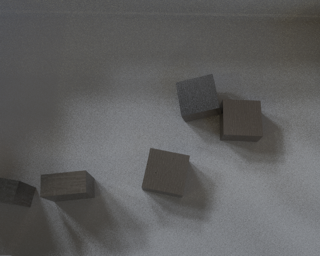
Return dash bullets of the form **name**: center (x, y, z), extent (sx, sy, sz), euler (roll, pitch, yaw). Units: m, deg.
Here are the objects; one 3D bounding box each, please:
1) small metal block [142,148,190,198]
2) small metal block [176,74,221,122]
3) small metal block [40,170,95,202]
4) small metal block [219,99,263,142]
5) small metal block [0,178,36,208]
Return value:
- **small metal block**: center (0.008, 0.057, 0.389), extent (0.050, 0.025, 0.050), euler (11, 70, 3)
- **small metal block**: center (0.052, -0.040, 0.418), extent (0.050, 0.025, 0.050), euler (-12, 70, 12)
- **small metal block**: center (-0.108, 0.070, 0.369), extent (0.050, 0.050, 0.025), euler (-5, 70, -2)
- **small metal block**: center (0.107, -0.010, 0.415), extent (0.050, 0.025, 0.050), euler (3, 70, 0)
- **small metal block**: center (-0.184, 0.075, 0.367), extent (0.050, 0.050, 0.025), euler (8, 71, 3)
